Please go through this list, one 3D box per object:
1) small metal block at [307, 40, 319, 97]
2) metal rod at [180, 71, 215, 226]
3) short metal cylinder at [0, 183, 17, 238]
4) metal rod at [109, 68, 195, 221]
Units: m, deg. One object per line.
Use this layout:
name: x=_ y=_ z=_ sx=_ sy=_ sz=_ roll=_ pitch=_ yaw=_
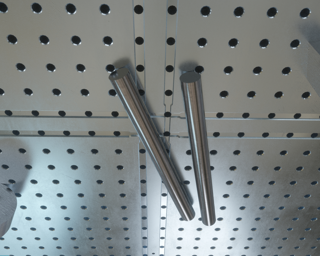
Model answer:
small metal block: x=0.186 y=-0.065 z=0.343 sx=0.025 sy=0.050 sz=0.050 roll=-12 pitch=129 yaw=9
metal rod: x=0.061 y=0.052 z=0.457 sx=0.025 sy=0.025 sz=0.298 roll=-8 pitch=130 yaw=6
short metal cylinder: x=-0.271 y=0.131 z=0.483 sx=0.080 sy=0.080 sz=0.050 roll=20 pitch=127 yaw=-17
metal rod: x=0.001 y=0.045 z=0.449 sx=0.025 sy=0.025 sz=0.299 roll=-15 pitch=129 yaw=12
